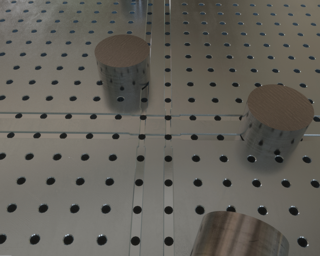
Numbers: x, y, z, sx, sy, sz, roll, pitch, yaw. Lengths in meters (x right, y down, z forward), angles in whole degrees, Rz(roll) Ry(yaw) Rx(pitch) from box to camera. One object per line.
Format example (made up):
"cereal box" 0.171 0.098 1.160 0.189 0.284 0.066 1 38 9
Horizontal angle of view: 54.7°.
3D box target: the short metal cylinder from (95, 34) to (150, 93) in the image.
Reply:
"short metal cylinder" -0.056 -0.099 0.474 0.081 0.050 0.080 0 50 0

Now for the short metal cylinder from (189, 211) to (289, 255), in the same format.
"short metal cylinder" 0.068 0.118 0.274 0.080 0.080 0.050 18 52 14

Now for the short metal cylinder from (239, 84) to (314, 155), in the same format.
"short metal cylinder" 0.149 -0.011 0.403 0.081 0.050 0.080 0 50 0
